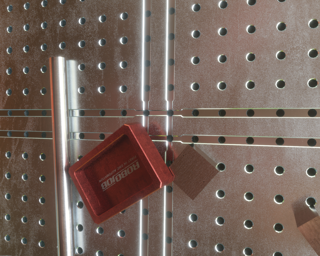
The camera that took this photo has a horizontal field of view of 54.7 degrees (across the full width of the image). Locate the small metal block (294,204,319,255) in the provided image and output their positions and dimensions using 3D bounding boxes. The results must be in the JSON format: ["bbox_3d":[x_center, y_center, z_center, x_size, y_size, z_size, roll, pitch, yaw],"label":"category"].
[{"bbox_3d":[0.175,0.116,0.337,0.025,0.050,0.050,-38,78,16],"label":"small metal block"}]

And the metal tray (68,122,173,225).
[{"bbox_3d":[-0.057,0.062,0.415,0.130,0.030,0.090,-36,78,28],"label":"metal tray"}]

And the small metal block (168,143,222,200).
[{"bbox_3d":[0.043,0.055,0.397,0.050,0.025,0.050,42,103,15],"label":"small metal block"}]

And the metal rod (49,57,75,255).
[{"bbox_3d":[-0.146,0.045,0.464,0.025,0.025,0.298,-3,89,20],"label":"metal rod"}]
